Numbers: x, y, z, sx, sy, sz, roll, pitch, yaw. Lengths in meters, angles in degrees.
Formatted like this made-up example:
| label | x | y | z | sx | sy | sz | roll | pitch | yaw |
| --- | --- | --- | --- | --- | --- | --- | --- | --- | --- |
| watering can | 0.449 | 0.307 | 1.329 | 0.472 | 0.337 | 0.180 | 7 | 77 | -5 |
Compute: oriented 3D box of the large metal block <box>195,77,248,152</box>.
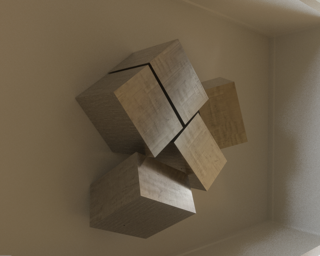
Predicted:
| label | x | y | z | sx | sy | sz | roll | pitch | yaw |
| --- | --- | --- | --- | --- | --- | --- | --- | --- | --- |
| large metal block | 0.076 | -0.022 | 0.427 | 0.050 | 0.080 | 0.080 | -16 | 103 | 2 |

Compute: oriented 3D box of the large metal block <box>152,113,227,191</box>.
| label | x | y | z | sx | sy | sz | roll | pitch | yaw |
| --- | --- | --- | --- | --- | --- | --- | --- | --- | --- |
| large metal block | 0.024 | 0.028 | 0.390 | 0.050 | 0.080 | 0.080 | -49 | 120 | -29 |

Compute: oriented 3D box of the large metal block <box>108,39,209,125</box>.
| label | x | y | z | sx | sy | sz | roll | pitch | yaw |
| --- | --- | --- | --- | --- | --- | --- | --- | --- | --- |
| large metal block | -0.002 | -0.050 | 0.368 | 0.050 | 0.080 | 0.080 | -46 | 118 | -30 |

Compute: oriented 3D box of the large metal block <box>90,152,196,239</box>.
| label | x | y | z | sx | sy | sz | roll | pitch | yaw |
| --- | --- | --- | --- | --- | --- | --- | --- | --- | --- |
| large metal block | -0.021 | 0.079 | 0.345 | 0.080 | 0.080 | 0.050 | 28 | 38 | -37 |

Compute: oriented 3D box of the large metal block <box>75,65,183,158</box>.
| label | x | y | z | sx | sy | sz | roll | pitch | yaw |
| --- | --- | --- | --- | --- | --- | --- | --- | --- | --- |
| large metal block | -0.034 | -0.017 | 0.342 | 0.050 | 0.080 | 0.080 | -45 | 118 | -31 |
